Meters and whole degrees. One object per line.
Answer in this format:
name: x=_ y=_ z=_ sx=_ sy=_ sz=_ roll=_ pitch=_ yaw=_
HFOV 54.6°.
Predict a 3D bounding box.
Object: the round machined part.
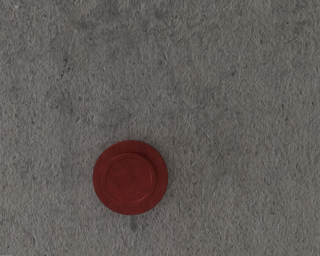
round machined part: x=-0.039 y=0.065 z=0.401 sx=0.099 sy=0.042 sz=0.097 roll=0 pitch=90 yaw=0
